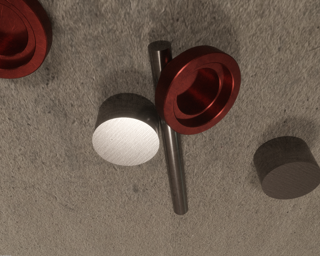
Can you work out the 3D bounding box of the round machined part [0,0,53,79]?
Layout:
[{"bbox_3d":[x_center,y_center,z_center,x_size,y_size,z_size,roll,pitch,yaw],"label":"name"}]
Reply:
[{"bbox_3d":[-0.157,-0.102,0.307,0.099,0.042,0.097,-1,130,0],"label":"round machined part"}]

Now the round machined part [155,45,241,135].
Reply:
[{"bbox_3d":[0.037,-0.044,0.342,0.099,0.042,0.097,-18,130,-23],"label":"round machined part"}]

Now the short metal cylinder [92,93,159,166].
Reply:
[{"bbox_3d":[-0.041,0.002,0.392,0.081,0.050,0.079,0,130,0],"label":"short metal cylinder"}]

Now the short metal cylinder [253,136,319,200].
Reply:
[{"bbox_3d":[0.180,0.058,0.443,0.081,0.050,0.079,0,130,0],"label":"short metal cylinder"}]

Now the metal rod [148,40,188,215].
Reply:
[{"bbox_3d":[0.017,0.024,0.427,0.025,0.025,0.298,-6,130,4],"label":"metal rod"}]
